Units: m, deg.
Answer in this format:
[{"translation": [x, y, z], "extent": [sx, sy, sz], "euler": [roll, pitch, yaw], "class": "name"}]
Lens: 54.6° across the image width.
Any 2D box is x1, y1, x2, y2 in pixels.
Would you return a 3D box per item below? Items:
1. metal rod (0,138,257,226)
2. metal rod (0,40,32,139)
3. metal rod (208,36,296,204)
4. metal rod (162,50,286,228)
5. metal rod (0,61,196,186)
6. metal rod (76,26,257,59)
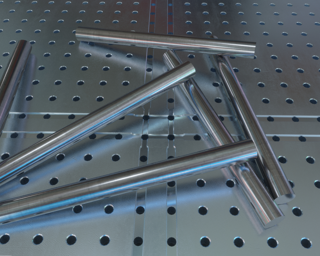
[{"translation": [-0.041, 0.059, 0.340], "extent": [0.302, 0.025, 0.025], "euler": [-14, 51, -5], "class": "metal rod"}, {"translation": [-0.212, -0.034, 0.416], "extent": [0.025, 0.025, 0.300], "euler": [-5, 44, -4], "class": "metal rod"}, {"translation": [0.113, -0.035, 0.437], "extent": [0.025, 0.025, 0.300], "euler": [-7, 50, -6], "class": "metal rod"}, {"translation": [0.068, -0.009, 0.415], "extent": [0.025, 0.025, 0.300], "euler": [-16, 52, -13], "class": "metal rod"}, {"translation": [-0.080, -0.010, 0.399], "extent": [0.302, 0.025, 0.025], "euler": [-31, 57, -18], "class": "metal rod"}, {"translation": [0.000, -0.141, 0.506], "extent": [0.301, 0.025, 0.025], "euler": [10, 51, 16], "class": "metal rod"}]
